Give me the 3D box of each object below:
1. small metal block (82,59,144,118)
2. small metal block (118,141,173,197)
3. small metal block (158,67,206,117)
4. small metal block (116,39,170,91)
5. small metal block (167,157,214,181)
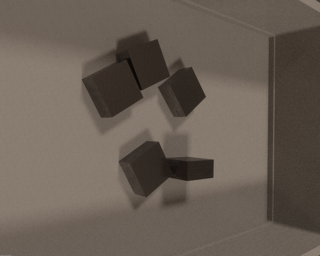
[{"bbox_3d":[-0.054,-0.046,0.363,0.050,0.025,0.050,-37,113,-34],"label":"small metal block"},{"bbox_3d":[-0.017,0.051,0.394,0.050,0.025,0.050,-36,113,-34],"label":"small metal block"},{"bbox_3d":[0.032,-0.050,0.436,0.050,0.025,0.050,-44,117,-31],"label":"small metal block"},{"bbox_3d":[-0.020,-0.079,0.391,0.050,0.025,0.050,-32,110,-35],"label":"small metal block"},{"bbox_3d":[0.038,0.055,0.424,0.050,0.050,0.025,2,89,-40],"label":"small metal block"}]
